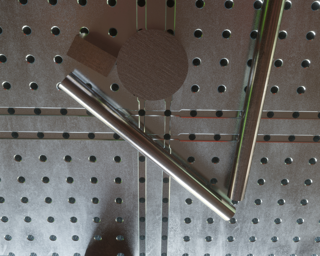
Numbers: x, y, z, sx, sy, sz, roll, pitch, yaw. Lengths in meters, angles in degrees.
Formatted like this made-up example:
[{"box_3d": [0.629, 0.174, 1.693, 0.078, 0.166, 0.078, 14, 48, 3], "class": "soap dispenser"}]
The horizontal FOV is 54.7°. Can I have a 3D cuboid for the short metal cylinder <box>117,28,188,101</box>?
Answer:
[{"box_3d": [-0.009, -0.078, 0.371, 0.081, 0.050, 0.079, 0, 110, -1], "class": "short metal cylinder"}]

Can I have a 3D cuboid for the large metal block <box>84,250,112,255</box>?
[{"box_3d": [-0.088, 0.243, 0.473, 0.080, 0.080, 0.050, 16, 109, -7], "class": "large metal block"}]

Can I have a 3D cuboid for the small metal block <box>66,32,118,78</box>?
[{"box_3d": [-0.076, -0.088, 0.367, 0.050, 0.050, 0.025, 29, 108, -10], "class": "small metal block"}]

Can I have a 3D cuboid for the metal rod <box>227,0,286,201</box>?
[{"box_3d": [0.123, -0.040, 0.400, 0.025, 0.025, 0.298, 4, 110, -2], "class": "metal rod"}]

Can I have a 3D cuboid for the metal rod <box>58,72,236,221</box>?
[{"box_3d": [-0.008, 0.033, 0.425, 0.300, 0.025, 0.025, 40, 105, -14], "class": "metal rod"}]
